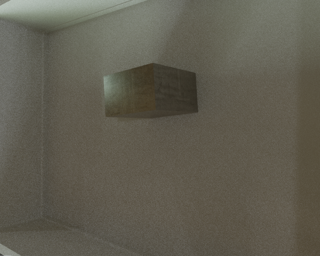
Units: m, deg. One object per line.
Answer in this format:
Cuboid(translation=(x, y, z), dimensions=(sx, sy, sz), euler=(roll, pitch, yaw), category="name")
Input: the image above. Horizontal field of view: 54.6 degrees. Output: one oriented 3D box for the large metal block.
Cuboid(translation=(-0.011, -0.041, 0.381), dimensions=(0.080, 0.081, 0.050), euler=(-5, 87, 40), category="large metal block")
